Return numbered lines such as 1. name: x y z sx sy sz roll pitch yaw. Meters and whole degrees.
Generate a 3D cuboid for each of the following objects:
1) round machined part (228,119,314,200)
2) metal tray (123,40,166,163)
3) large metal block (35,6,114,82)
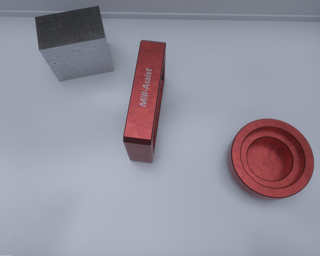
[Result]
1. round machined part: 0.134 0.041 0.387 0.099 0.042 0.098 0 70 -1
2. metal tray: -0.016 -0.030 0.385 0.030 0.090 0.130 7 70 2
3. large metal block: -0.112 -0.111 0.420 0.081 0.080 0.050 -12 71 -5
